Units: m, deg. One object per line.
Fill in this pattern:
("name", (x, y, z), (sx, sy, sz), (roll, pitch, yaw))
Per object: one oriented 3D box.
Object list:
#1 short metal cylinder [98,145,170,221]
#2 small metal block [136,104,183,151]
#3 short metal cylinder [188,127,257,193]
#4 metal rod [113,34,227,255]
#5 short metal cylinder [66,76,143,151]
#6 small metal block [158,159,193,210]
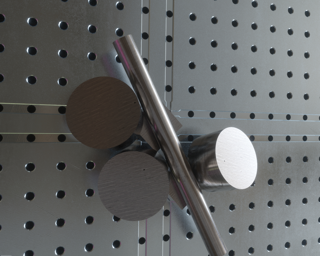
("short metal cylinder", (-0.029, 0.063, 0.371), (0.080, 0.050, 0.079), (0, 94, 2))
("small metal block", (-0.008, -0.004, 0.406), (0.050, 0.025, 0.050), (-45, 104, -14))
("short metal cylinder", (0.084, 0.044, 0.413), (0.081, 0.050, 0.080), (13, 67, -35))
("metal rod", (0.016, 0.029, 0.388), (0.025, 0.025, 0.299), (-27, 99, -18))
("short metal cylinder", (-0.061, -0.014, 0.358), (0.081, 0.050, 0.080), (0, 82, 1))
("small metal block", (0.028, 0.073, 0.419), (0.050, 0.025, 0.050), (-42, 104, -15))
